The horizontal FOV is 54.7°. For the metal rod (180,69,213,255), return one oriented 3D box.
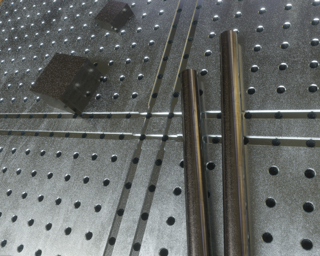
[{"bbox_3d":[0.040,0.054,0.353,0.025,0.025,0.299,-13,56,21],"label":"metal rod"}]

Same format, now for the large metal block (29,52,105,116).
[{"bbox_3d":[-0.154,-0.074,0.516,0.080,0.050,0.080,17,70,34],"label":"large metal block"}]

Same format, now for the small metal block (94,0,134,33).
[{"bbox_3d":[-0.087,-0.210,0.580,0.050,0.025,0.050,28,77,37],"label":"small metal block"}]

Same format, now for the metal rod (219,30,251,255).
[{"bbox_3d":[0.084,0.002,0.361,0.025,0.025,0.299,-9,58,23],"label":"metal rod"}]
